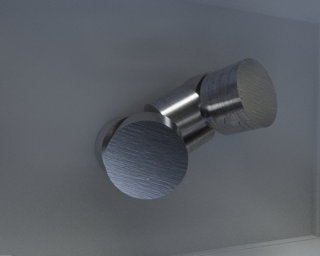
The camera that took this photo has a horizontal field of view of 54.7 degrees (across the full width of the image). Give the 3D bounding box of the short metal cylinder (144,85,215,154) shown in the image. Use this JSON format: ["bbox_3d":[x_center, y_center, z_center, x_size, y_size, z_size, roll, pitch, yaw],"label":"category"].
[{"bbox_3d":[0.023,-0.007,0.389,0.050,0.080,0.080,-31,101,-17],"label":"short metal cylinder"}]

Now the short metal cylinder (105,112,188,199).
[{"bbox_3d":[-0.013,0.027,0.323,0.081,0.050,0.079,0,102,0],"label":"short metal cylinder"}]

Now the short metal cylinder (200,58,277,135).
[{"bbox_3d":[0.093,-0.035,0.362,0.081,0.050,0.080,13,70,-39],"label":"short metal cylinder"}]

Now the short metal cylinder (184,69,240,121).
[{"bbox_3d":[0.072,-0.037,0.423,0.081,0.050,0.079,0,90,-21],"label":"short metal cylinder"}]

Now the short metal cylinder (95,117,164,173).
[{"bbox_3d":[-0.036,0.026,0.383,0.081,0.050,0.079,0,90,-21],"label":"short metal cylinder"}]
